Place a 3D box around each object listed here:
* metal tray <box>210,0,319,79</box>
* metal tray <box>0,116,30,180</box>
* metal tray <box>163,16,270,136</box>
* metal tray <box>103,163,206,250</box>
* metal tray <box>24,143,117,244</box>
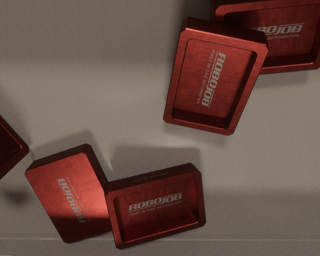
[{"bbox_3d":[0.124,-0.107,0.354,0.131,0.030,0.089,-5,131,1],"label":"metal tray"},{"bbox_3d":[-0.233,0.007,0.373,0.030,0.090,0.130,-28,109,23],"label":"metal tray"},{"bbox_3d":[0.058,-0.054,0.358,0.091,0.030,0.129,12,134,1],"label":"metal tray"},{"bbox_3d":[-0.005,0.107,0.430,0.131,0.030,0.089,-12,109,-12],"label":"metal tray"},{"bbox_3d":[-0.119,0.096,0.442,0.090,0.030,0.129,-19,109,6],"label":"metal tray"}]
